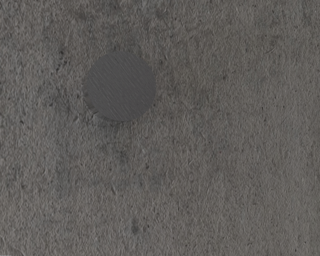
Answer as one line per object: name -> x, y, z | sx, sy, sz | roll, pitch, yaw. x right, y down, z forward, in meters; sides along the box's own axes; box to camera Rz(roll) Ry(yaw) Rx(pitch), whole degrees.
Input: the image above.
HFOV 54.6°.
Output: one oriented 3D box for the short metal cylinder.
short metal cylinder -> -0.051, -0.048, 0.377 | 0.081, 0.050, 0.080 | 0, 90, -20
